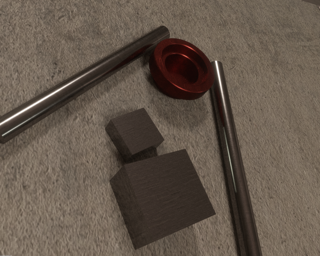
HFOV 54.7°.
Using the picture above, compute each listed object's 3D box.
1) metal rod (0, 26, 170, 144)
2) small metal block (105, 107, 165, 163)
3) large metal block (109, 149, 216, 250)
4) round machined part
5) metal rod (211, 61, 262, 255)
[{"bbox_3d":[-0.080,-0.074,0.406,0.025,0.025,0.302,45,51,2],"label":"metal rod"},{"bbox_3d":[-0.031,0.008,0.383,0.050,0.025,0.050,-23,75,-37],"label":"small metal block"},{"bbox_3d":[0.001,0.077,0.343,0.081,0.050,0.080,-12,68,-33],"label":"large metal block"},{"bbox_3d":[0.028,-0.082,0.460,0.099,0.042,0.098,14,56,-21],"label":"round machined part"},{"bbox_3d":[0.101,0.025,0.444,0.025,0.025,0.299,10,57,-23],"label":"metal rod"}]
